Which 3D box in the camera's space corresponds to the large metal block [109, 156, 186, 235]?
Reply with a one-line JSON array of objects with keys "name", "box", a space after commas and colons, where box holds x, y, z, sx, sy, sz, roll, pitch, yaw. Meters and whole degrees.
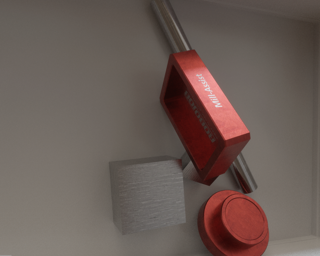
[{"name": "large metal block", "box": [-0.017, 0.081, 0.392, 0.081, 0.050, 0.079, -5, 92, -20]}]

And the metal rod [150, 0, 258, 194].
[{"name": "metal rod", "box": [0.066, -0.040, 0.435, 0.025, 0.025, 0.299, -31, 100, -18]}]

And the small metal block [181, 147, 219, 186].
[{"name": "small metal block", "box": [0.058, 0.047, 0.419, 0.050, 0.025, 0.050, 21, 124, -19]}]

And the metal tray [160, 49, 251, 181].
[{"name": "metal tray", "box": [0.044, -0.015, 0.362, 0.030, 0.089, 0.130, -16, 61, -20]}]

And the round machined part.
[{"name": "round machined part", "box": [0.104, 0.128, 0.417, 0.099, 0.042, 0.098, 11, 52, -14]}]
